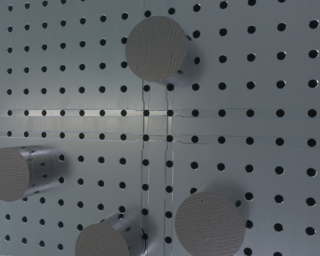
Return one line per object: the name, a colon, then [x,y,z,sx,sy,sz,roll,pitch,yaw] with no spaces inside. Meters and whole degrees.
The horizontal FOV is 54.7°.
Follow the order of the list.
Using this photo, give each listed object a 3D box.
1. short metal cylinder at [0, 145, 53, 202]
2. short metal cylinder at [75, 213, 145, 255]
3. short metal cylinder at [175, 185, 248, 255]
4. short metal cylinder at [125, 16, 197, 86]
short metal cylinder: [-0.214,0.068,0.475,0.080,0.050,0.079,0,90,20]
short metal cylinder: [-0.067,0.163,0.423,0.080,0.050,0.079,0,90,20]
short metal cylinder: [0.064,0.113,0.377,0.080,0.050,0.079,0,90,20]
short metal cylinder: [0.003,-0.096,0.398,0.080,0.050,0.079,0,90,20]
